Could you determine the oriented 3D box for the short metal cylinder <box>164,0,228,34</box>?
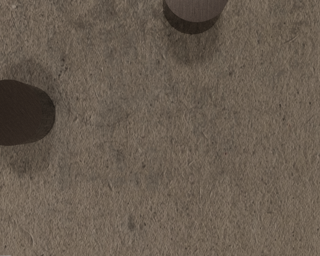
[{"bbox_3d":[0.044,-0.168,0.398,0.081,0.050,0.079,0,90,-1],"label":"short metal cylinder"}]

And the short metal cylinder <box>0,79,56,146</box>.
[{"bbox_3d":[-0.182,-0.018,0.395,0.081,0.050,0.079,0,90,-1],"label":"short metal cylinder"}]
